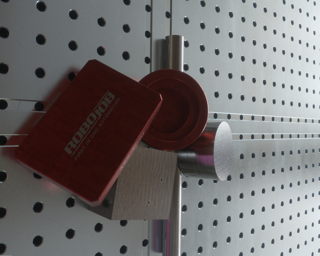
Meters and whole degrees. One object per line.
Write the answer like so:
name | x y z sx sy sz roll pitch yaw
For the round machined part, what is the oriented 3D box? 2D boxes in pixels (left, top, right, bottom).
round machined part | 0.007 -0.021 0.387 0.099 0.042 0.097 0 89 -15

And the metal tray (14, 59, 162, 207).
metal tray | -0.067 0.001 0.317 0.090 0.030 0.130 29 67 5

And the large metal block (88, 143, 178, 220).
large metal block | -0.030 0.063 0.368 0.081 0.050 0.080 13 82 -39

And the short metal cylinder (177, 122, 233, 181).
short metal cylinder | 0.065 0.031 0.430 0.080 0.050 0.079 -1 91 -60

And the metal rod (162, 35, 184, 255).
metal rod | 0.018 0.025 0.425 0.025 0.025 0.298 2 89 -40
